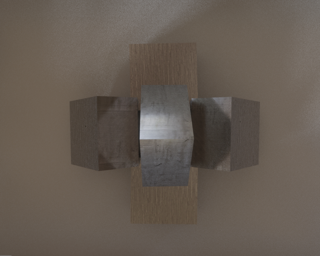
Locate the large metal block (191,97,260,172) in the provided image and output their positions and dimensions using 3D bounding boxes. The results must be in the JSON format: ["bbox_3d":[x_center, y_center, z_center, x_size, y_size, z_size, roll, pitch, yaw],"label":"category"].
[{"bbox_3d":[0.081,0.006,0.376,0.050,0.081,0.080,2,91,39],"label":"large metal block"}]

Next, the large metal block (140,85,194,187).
[{"bbox_3d":[0.005,0.009,0.343,0.050,0.080,0.080,-1,46,-1],"label":"large metal block"}]

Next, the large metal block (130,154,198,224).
[{"bbox_3d":[0.005,0.076,0.398,0.081,0.050,0.080,1,90,0],"label":"large metal block"}]

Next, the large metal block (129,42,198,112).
[{"bbox_3d":[0.004,-0.062,0.395,0.081,0.050,0.080,-1,90,0],"label":"large metal block"}]

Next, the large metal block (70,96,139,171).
[{"bbox_3d":[-0.069,0.005,0.374,0.050,0.080,0.080,-2,91,-36],"label":"large metal block"}]
